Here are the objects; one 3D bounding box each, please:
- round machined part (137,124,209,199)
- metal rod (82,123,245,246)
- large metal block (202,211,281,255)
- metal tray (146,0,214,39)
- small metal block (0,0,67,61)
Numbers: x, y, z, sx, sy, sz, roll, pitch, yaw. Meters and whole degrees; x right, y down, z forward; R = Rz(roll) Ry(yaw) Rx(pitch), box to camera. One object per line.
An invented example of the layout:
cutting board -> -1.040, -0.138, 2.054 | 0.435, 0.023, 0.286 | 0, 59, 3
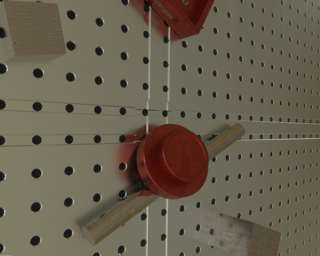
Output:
round machined part -> 0.023, 0.040, 0.399 | 0.099, 0.042, 0.098 | 12, 64, -27
metal rod -> 0.027, 0.062, 0.433 | 0.302, 0.025, 0.025 | -29, 108, -37
large metal block -> 0.128, 0.171, 0.484 | 0.080, 0.080, 0.050 | 29, 72, -37
metal tray -> 0.018, -0.199, 0.422 | 0.130, 0.030, 0.090 | 37, 67, -34
small metal block -> -0.125, -0.095, 0.305 | 0.050, 0.025, 0.050 | -15, 100, -39
